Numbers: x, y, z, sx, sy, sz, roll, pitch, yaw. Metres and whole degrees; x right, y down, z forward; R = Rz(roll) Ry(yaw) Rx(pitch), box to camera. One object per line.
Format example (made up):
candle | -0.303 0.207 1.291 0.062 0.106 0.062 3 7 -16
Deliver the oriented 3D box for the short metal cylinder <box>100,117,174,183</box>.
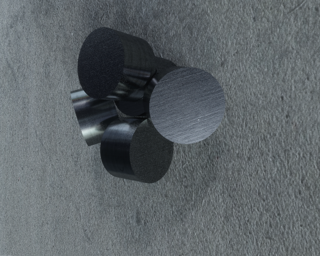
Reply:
short metal cylinder | -0.027 0.026 0.390 0.050 0.081 0.079 2 92 40

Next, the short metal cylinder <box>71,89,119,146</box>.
short metal cylinder | -0.087 -0.020 0.433 0.080 0.050 0.080 163 89 -81

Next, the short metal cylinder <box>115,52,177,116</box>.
short metal cylinder | -0.017 -0.054 0.402 0.080 0.050 0.079 0 90 39

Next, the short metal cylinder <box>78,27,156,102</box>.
short metal cylinder | -0.052 -0.072 0.365 0.080 0.050 0.079 0 90 39

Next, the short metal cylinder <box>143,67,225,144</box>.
short metal cylinder | 0.024 -0.027 0.341 0.050 0.081 0.079 -132 53 -74
